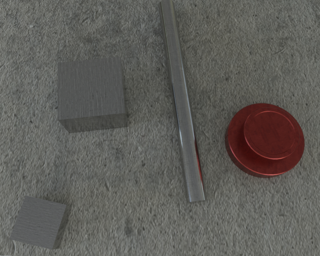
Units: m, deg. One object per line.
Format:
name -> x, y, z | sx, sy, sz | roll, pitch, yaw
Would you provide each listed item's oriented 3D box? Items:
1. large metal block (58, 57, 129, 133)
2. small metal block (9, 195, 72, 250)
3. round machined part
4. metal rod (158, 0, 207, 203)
large metal block -> -0.087, -0.043, 0.409 | 0.081, 0.050, 0.080 | -6, 70, -3
small metal block -> -0.139, 0.111, 0.366 | 0.050, 0.025, 0.050 | 12, 70, 4
round machined part -> 0.136, 0.012, 0.396 | 0.099, 0.042, 0.098 | 0, 70, -1
metal rod -> 0.027, -0.050, 0.426 | 0.025, 0.025, 0.299 | -6, 70, -3
